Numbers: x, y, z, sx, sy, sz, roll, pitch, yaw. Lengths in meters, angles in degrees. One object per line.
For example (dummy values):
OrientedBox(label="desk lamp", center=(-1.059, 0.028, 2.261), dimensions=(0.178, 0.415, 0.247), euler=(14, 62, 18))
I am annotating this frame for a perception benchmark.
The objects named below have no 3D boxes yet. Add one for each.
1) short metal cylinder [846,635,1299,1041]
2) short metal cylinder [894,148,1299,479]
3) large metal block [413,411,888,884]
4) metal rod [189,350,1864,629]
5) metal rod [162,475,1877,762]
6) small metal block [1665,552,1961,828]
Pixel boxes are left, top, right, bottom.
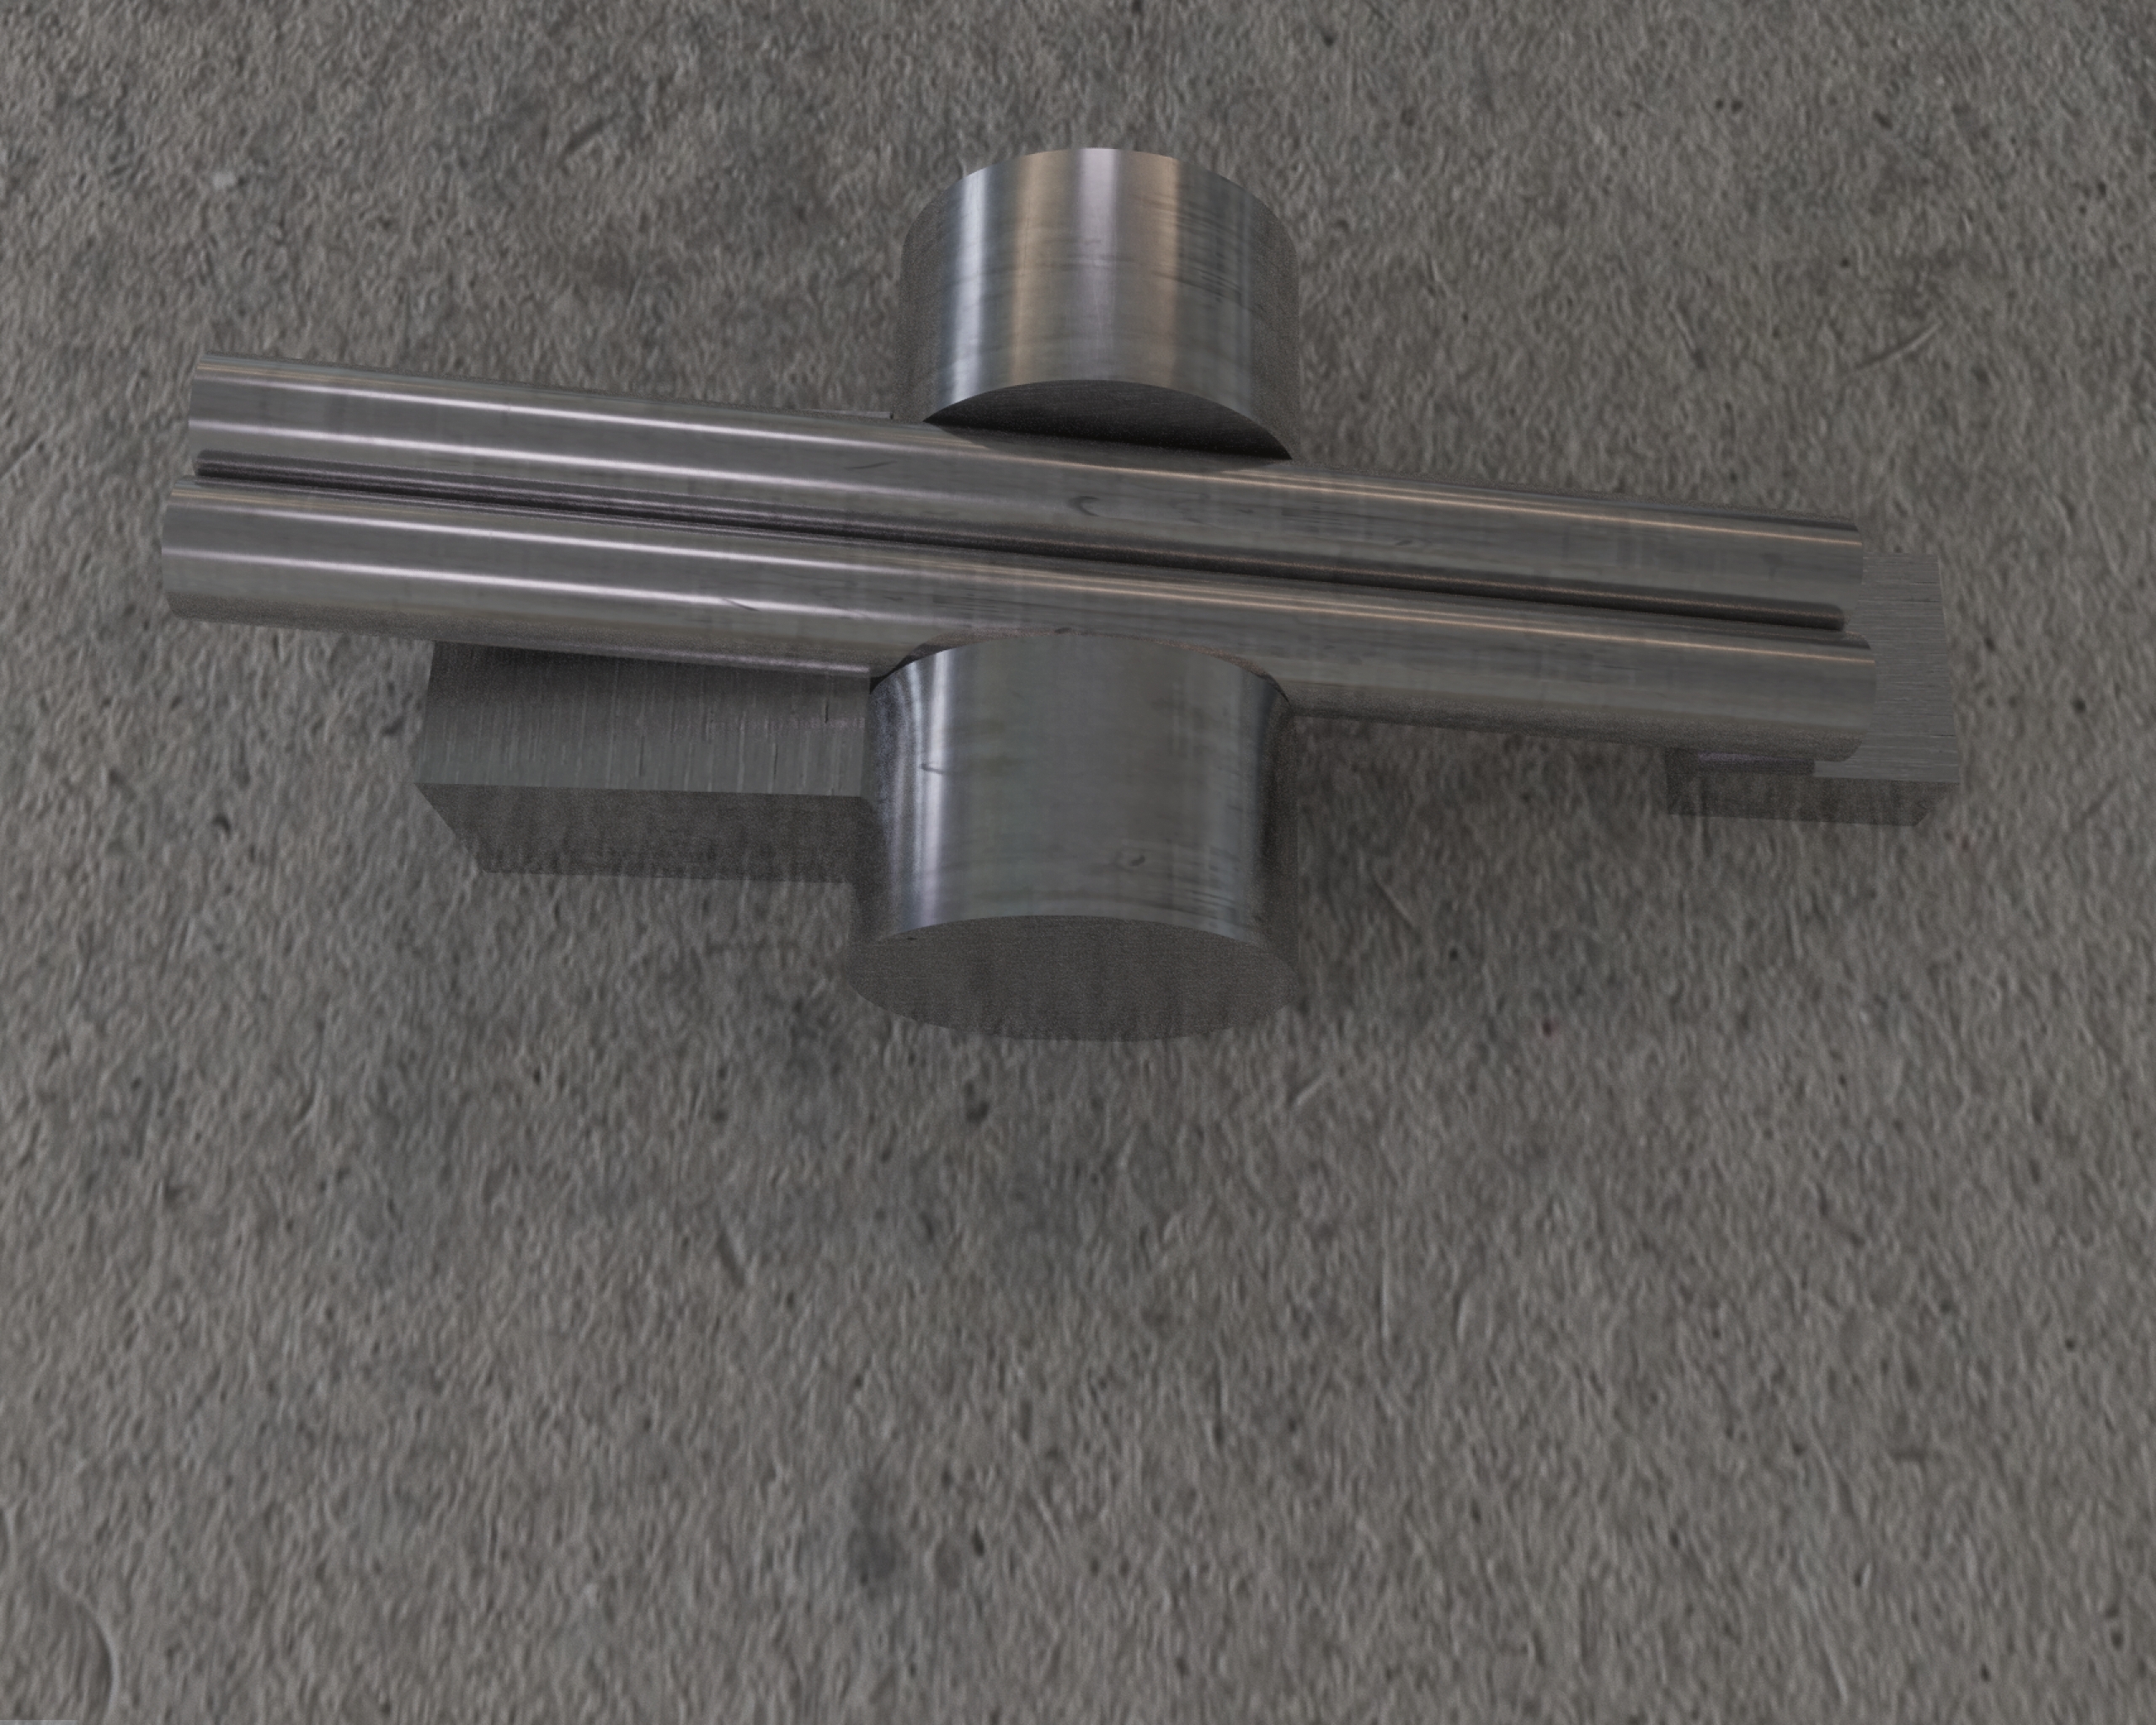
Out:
OrientedBox(label="short metal cylinder", center=(0.000, -0.002, 0.381), dimensions=(0.080, 0.080, 0.050), euler=(1, 70, 0))
OrientedBox(label="short metal cylinder", center=(0.004, -0.095, 0.415), dimensions=(0.080, 0.080, 0.050), euler=(1, 70, 0))
OrientedBox(label="large metal block", center=(-0.078, -0.042, 0.411), dimensions=(0.080, 0.050, 0.080), euler=(2, 70, 0))
OrientedBox(label="metal rod", center=(-0.003, -0.066, 0.386), dimensions=(0.302, 0.025, 0.025), euler=(4, 70, -7))
OrientedBox(label="metal rod", center=(-0.004, -0.043, 0.377), dimensions=(0.302, 0.025, 0.025), euler=(4, 70, -7))
OrientedBox(label="small metal block", center=(0.147, -0.036, 0.424), dimensions=(0.050, 0.025, 0.050), euler=(3, 70, 1))
